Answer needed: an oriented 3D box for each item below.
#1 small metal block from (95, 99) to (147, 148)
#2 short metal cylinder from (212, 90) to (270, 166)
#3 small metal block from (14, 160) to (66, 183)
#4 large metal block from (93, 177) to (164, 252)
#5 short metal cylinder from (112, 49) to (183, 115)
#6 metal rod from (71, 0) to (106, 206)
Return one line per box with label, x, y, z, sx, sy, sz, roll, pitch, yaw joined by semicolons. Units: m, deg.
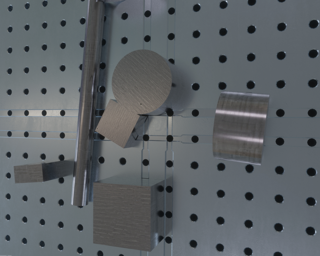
small metal block;-0.054;-0.006;0.432;0.050;0.025;0.050;30;100;17
short metal cylinder;0.093;-0.001;0.350;0.050;0.080;0.079;7;93;20
small metal block;-0.178;0.065;0.462;0.050;0.050;0.025;-6;88;20
large metal block;-0.041;0.111;0.414;0.080;0.050;0.080;0;90;20
short metal cylinder;-0.015;-0.057;0.405;0.080;0.050;0.080;0;90;20
metal rod;-0.104;-0.038;0.449;0.025;0.025;0.298;6;92;20
